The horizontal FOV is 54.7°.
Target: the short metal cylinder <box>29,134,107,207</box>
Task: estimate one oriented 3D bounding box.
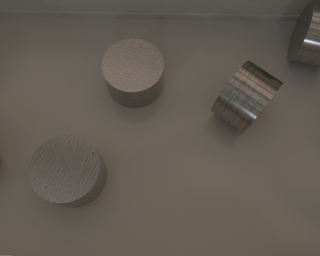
[{"bbox_3d":[-0.109,0.053,0.376,0.081,0.050,0.080,0,70,0],"label":"short metal cylinder"}]

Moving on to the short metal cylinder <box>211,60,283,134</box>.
[{"bbox_3d":[0.111,-0.039,0.396,0.050,0.080,0.080,38,74,12],"label":"short metal cylinder"}]

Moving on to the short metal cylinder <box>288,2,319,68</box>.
[{"bbox_3d":[0.219,-0.127,0.430,0.050,0.080,0.080,16,71,5],"label":"short metal cylinder"}]

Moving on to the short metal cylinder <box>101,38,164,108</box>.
[{"bbox_3d":[-0.035,-0.074,0.423,0.081,0.050,0.080,0,70,0],"label":"short metal cylinder"}]
